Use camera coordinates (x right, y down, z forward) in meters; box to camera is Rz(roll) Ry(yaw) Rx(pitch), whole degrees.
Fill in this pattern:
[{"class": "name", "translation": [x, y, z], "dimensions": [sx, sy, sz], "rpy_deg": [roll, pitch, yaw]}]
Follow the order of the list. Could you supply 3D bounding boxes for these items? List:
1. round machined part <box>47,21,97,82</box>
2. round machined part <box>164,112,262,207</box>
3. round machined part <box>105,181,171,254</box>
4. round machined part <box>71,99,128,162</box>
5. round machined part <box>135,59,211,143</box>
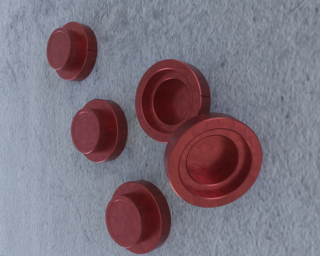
[{"class": "round machined part", "translation": [-0.152, -0.128, 0.516], "dimensions": [0.098, 0.042, 0.097], "rpy_deg": [0, 90, 39]}, {"class": "round machined part", "translation": [0.052, 0.030, 0.326], "dimensions": [0.042, 0.099, 0.097], "rpy_deg": [-121, 46, -70]}, {"class": "round machined part", "translation": [-0.037, 0.123, 0.422], "dimensions": [0.098, 0.042, 0.097], "rpy_deg": [0, 90, 39]}, {"class": "round machined part", "translation": [-0.099, 0.004, 0.473], "dimensions": [0.098, 0.042, 0.097], "rpy_deg": [0, 90, 39]}, {"class": "round machined part", "translation": [0.020, -0.031, 0.376], "dimensions": [0.098, 0.042, 0.097], "rpy_deg": [0, 90, 39]}]
